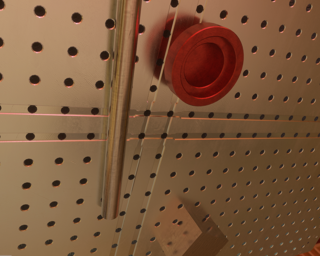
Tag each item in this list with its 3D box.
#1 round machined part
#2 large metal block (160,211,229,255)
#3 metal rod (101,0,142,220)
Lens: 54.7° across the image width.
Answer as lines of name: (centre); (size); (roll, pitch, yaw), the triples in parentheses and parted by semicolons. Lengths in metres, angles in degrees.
round machined part: (0.049, -0.079, 0.378); (0.099, 0.042, 0.097); (-14, 124, -21)
large metal block: (0.062, 0.206, 0.556); (0.080, 0.050, 0.080); (31, 101, -38)
metal rod: (-0.051, -0.007, 0.379); (0.025, 0.025, 0.298); (-5, 121, -26)
